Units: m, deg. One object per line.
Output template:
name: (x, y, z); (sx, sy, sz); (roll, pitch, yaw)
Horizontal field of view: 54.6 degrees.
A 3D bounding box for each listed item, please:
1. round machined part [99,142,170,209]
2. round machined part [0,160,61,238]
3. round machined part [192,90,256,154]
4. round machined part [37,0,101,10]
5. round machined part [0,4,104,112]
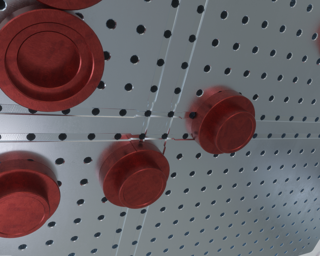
round machined part: (-0.030, 0.072, 0.427); (0.099, 0.042, 0.097); (-14, 124, -21)
round machined part: (-0.168, 0.089, 0.363); (0.099, 0.042, 0.097); (-14, 124, -21)
round machined part: (0.100, -0.002, 0.452); (0.099, 0.042, 0.097); (-14, 124, -21)
round machined part: (-0.082, -0.154, 0.260); (0.099, 0.042, 0.097); (-14, 125, -21)
round machined part: (-0.107, -0.068, 0.298); (0.099, 0.042, 0.097); (-14, 126, -20)
